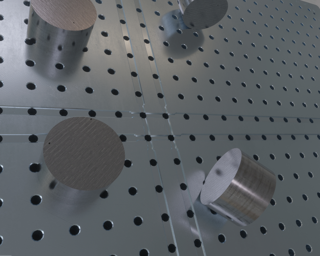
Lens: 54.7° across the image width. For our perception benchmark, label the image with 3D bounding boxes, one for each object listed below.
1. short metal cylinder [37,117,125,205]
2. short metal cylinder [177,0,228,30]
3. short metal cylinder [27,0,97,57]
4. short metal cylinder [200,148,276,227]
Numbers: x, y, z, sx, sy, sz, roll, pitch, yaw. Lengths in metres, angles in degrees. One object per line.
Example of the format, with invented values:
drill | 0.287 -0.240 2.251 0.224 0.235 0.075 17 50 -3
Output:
short metal cylinder | -0.083 0.035 0.326 0.081 0.050 0.080 14 56 -21
short metal cylinder | 0.073 -0.222 0.547 0.081 0.080 0.050 0 62 -28
short metal cylinder | -0.130 -0.141 0.408 0.081 0.050 0.080 14 56 -21
short metal cylinder | 0.094 0.072 0.379 0.050 0.080 0.080 34 51 -6
